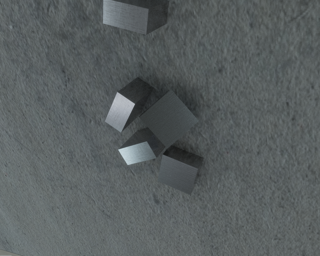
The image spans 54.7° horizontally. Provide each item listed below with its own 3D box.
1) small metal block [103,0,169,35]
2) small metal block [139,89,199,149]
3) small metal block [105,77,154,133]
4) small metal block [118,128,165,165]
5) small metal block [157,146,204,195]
[{"bbox_3d":[-0.025,-0.123,0.327,0.050,0.050,0.025,20,126,16],"label":"small metal block"},{"bbox_3d":[0.010,-0.011,0.377,0.050,0.025,0.050,-42,97,-2],"label":"small metal block"},{"bbox_3d":[-0.038,-0.030,0.391,0.025,0.050,0.050,35,129,5],"label":"small metal block"},{"bbox_3d":[-0.018,0.021,0.411,0.050,0.050,0.025,-17,109,36],"label":"small metal block"},{"bbox_3d":[0.028,0.058,0.427,0.050,0.025,0.050,21,126,15],"label":"small metal block"}]
